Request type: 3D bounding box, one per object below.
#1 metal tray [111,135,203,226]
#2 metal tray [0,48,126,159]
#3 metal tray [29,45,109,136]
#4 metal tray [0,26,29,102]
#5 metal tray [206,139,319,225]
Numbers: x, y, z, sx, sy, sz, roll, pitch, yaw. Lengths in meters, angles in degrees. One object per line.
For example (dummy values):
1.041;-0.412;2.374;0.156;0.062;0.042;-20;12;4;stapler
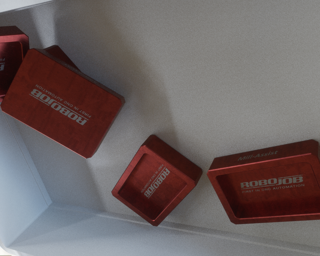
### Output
-0.009;0.082;0.458;0.090;0.030;0.129;36;129;3;metal tray
-0.123;-0.031;0.399;0.130;0.030;0.090;31;100;-4;metal tray
-0.136;-0.042;0.449;0.130;0.030;0.090;49;128;-7;metal tray
-0.228;-0.071;0.375;0.030;0.131;0.089;39;132;34;metal tray
0.134;0.070;0.377;0.130;0.030;0.090;-16;110;34;metal tray
